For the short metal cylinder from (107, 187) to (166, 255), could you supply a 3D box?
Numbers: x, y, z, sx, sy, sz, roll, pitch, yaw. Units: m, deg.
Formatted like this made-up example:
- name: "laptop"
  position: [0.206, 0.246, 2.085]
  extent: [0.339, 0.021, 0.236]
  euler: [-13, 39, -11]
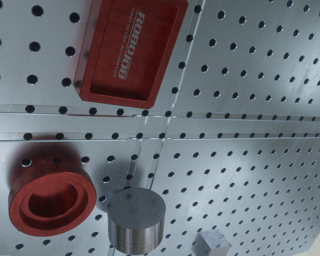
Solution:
- name: "short metal cylinder"
  position: [-0.033, 0.130, 0.440]
  extent: [0.081, 0.080, 0.050]
  euler: [-10, 123, -23]

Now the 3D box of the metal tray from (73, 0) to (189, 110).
- name: "metal tray"
  position: [-0.033, -0.088, 0.336]
  extent: [0.091, 0.030, 0.129]
  euler: [6, 116, -32]

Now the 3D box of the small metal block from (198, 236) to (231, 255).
- name: "small metal block"
  position: [0.109, 0.251, 0.629]
  extent: [0.050, 0.025, 0.050]
  euler: [2, 118, -30]

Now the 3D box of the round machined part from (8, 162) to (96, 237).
- name: "round machined part"
  position: [-0.132, 0.082, 0.380]
  extent: [0.099, 0.042, 0.097]
  euler: [-14, 125, -21]
